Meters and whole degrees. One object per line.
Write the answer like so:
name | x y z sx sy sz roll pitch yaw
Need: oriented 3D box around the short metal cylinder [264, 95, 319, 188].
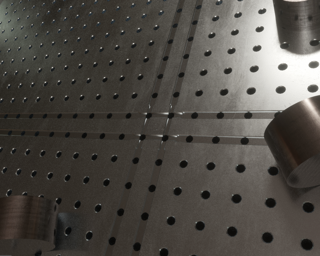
short metal cylinder | 0.146 0.014 0.288 0.080 0.080 0.050 -25 53 13

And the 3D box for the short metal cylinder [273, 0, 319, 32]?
short metal cylinder | 0.188 -0.173 0.399 0.080 0.050 0.080 -13 56 20

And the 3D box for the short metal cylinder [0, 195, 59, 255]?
short metal cylinder | -0.170 0.122 0.385 0.080 0.080 0.050 -18 55 18
